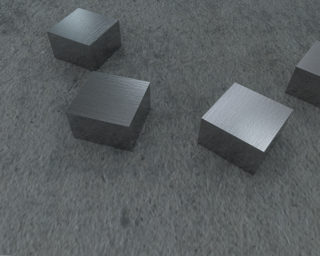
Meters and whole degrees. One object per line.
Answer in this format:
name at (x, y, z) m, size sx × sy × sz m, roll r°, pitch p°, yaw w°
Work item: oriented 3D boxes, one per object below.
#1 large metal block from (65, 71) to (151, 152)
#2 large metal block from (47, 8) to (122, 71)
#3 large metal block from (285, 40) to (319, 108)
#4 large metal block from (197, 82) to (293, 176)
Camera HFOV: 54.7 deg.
large metal block at (-0.063, -0.023, 0.406) m, size 0.080 × 0.050 × 0.080 m, roll 13°, pitch 51°, yaw 10°
large metal block at (-0.121, -0.146, 0.508) m, size 0.080 × 0.050 × 0.080 m, roll 22°, pitch 53°, yaw 17°
large metal block at (0.245, -0.075, 0.453) m, size 0.080 × 0.050 × 0.080 m, roll 31°, pitch 56°, yaw 23°
large metal block at (0.105, -0.001, 0.389) m, size 0.080 × 0.050 × 0.080 m, roll 31°, pitch 56°, yaw 23°
